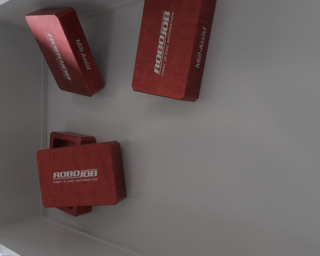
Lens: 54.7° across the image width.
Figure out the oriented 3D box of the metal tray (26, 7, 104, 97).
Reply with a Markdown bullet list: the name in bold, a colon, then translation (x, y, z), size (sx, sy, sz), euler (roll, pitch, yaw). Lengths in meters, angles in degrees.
- **metal tray**: translation (-0.145, -0.116, 0.479), size (0.090, 0.030, 0.129), euler (15, 135, 39)

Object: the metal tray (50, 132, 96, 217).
- **metal tray**: translation (-0.154, 0.075, 0.530), size (0.090, 0.030, 0.129), euler (8, 95, 39)

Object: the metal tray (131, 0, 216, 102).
- **metal tray**: translation (0.014, -0.104, 0.392), size (0.090, 0.030, 0.129), euler (16, 100, 39)

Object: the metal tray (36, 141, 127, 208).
- **metal tray**: translation (-0.121, 0.071, 0.471), size (0.130, 0.030, 0.089), euler (-7, 90, 19)
